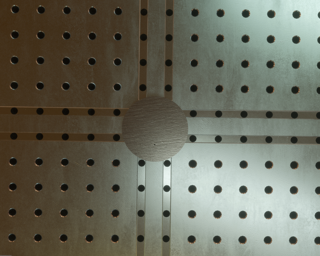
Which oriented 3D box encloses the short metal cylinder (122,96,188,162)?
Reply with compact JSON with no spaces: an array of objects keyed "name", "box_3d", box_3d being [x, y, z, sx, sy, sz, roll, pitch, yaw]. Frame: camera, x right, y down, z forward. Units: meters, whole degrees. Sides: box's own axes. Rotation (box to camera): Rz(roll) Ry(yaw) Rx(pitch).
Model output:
[{"name":"short metal cylinder","box_3d":[-0.006,0.001,0.400,0.081,0.050,0.079,0,90,-1]}]
